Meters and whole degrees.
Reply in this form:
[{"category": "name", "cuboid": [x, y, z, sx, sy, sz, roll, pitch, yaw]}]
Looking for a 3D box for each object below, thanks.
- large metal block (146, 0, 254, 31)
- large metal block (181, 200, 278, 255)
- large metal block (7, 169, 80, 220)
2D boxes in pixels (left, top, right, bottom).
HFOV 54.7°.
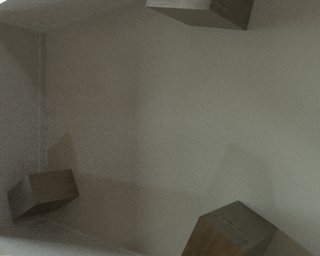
[{"category": "large metal block", "cuboid": [0.046, -0.142, 0.332, 0.080, 0.081, 0.050, 21, 103, 38]}, {"category": "large metal block", "cuboid": [0.066, 0.128, 0.315, 0.050, 0.081, 0.079, 33, 110, 35]}, {"category": "large metal block", "cuboid": [-0.201, 0.114, 0.533, 0.080, 0.081, 0.050, -35, 69, 34]}]
